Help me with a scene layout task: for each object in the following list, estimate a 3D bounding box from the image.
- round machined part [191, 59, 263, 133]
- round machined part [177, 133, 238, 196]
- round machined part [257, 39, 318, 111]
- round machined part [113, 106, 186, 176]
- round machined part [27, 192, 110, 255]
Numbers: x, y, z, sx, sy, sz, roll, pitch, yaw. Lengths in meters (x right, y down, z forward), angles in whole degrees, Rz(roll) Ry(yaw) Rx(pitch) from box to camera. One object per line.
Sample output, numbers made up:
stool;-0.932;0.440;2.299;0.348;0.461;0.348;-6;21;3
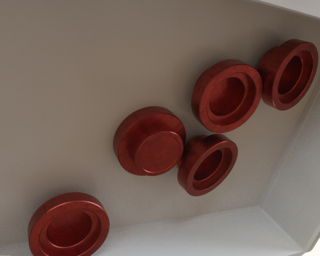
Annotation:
round machined part;0.085;-0.045;0.415;0.099;0.042;0.097;-14;124;-21
round machined part;0.064;0.049;0.454;0.099;0.042;0.097;-24;134;-26
round machined part;0.174;-0.077;0.438;0.099;0.042;0.097;-20;126;-30
round machined part;-0.008;0.024;0.408;0.099;0.042;0.097;-14;124;-21
round machined part;-0.120;0.126;0.405;0.099;0.042;0.097;-11;115;-23
